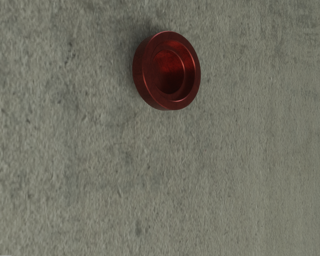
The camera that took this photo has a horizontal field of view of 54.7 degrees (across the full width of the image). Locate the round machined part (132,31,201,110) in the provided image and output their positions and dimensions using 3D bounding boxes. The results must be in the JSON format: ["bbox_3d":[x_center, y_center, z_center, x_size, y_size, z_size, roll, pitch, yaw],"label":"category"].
[{"bbox_3d":[0.004,-0.071,0.399,0.099,0.042,0.097,0,90,-40],"label":"round machined part"}]
